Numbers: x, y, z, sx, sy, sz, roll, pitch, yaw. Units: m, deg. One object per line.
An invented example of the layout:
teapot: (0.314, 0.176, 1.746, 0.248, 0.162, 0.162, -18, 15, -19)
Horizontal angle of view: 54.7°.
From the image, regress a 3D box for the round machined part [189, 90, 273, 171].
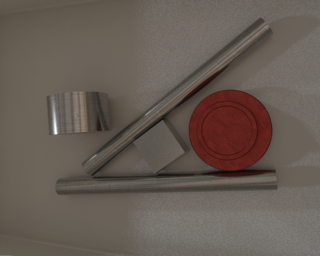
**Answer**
round machined part: (0.082, 0.003, 0.369, 0.098, 0.042, 0.097, 0, 90, 19)

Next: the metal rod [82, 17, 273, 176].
metal rod: (0.012, -0.031, 0.404, 0.300, 0.025, 0.025, -38, 78, 15)

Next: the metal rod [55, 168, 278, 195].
metal rod: (-0.006, 0.073, 0.410, 0.301, 0.025, 0.025, -6, 88, 19)

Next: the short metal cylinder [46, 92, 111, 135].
short metal cylinder: (-0.109, -0.018, 0.417, 0.080, 0.080, 0.050, -5, 89, 19)

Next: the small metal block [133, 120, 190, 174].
small metal block: (0.002, 0.024, 0.407, 0.050, 0.025, 0.050, -37, 79, 16)
